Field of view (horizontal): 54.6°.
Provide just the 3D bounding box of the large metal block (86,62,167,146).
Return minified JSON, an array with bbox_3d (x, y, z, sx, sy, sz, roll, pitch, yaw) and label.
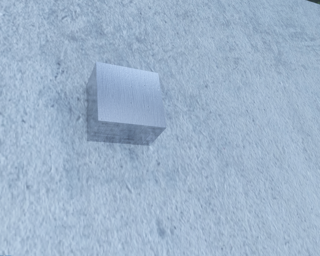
[{"bbox_3d":[-0.044,-0.027,0.381,0.081,0.050,0.080,6,59,-25],"label":"large metal block"}]
